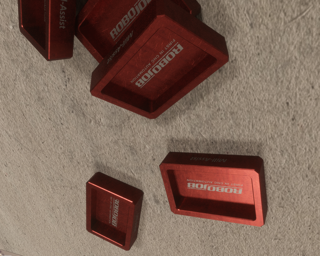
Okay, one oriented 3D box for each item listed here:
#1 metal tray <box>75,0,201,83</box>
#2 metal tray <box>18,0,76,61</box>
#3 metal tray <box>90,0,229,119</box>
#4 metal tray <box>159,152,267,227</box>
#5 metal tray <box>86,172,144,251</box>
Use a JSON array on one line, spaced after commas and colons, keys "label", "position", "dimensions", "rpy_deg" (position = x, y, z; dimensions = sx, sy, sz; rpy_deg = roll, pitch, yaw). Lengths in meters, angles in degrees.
[{"label": "metal tray", "position": [-0.032, -0.121, 0.344], "dimensions": [0.130, 0.030, 0.090], "rpy_deg": [-35, 99, 38]}, {"label": "metal tray", "position": [-0.130, -0.154, 0.351], "dimensions": [0.090, 0.030, 0.129], "rpy_deg": [43, 134, 32]}, {"label": "metal tray", "position": [-0.005, -0.065, 0.332], "dimensions": [0.091, 0.030, 0.129], "rpy_deg": [22, 139, -32]}, {"label": "metal tray", "position": [0.071, 0.080, 0.414], "dimensions": [0.130, 0.030, 0.089], "rpy_deg": [1, 119, 27]}, {"label": "metal tray", "position": [-0.081, 0.145, 0.533], "dimensions": [0.090, 0.030, 0.129], "rpy_deg": [20, 126, 15]}]
